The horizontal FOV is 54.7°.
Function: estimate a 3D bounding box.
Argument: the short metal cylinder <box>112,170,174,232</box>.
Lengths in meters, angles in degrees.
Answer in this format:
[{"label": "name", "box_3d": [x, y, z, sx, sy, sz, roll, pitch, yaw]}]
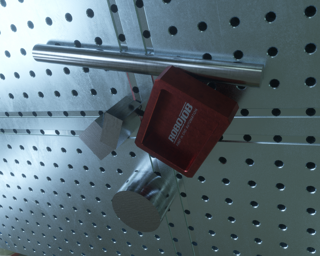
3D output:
[{"label": "short metal cylinder", "box_3d": [-0.026, 0.112, 0.477, 0.080, 0.050, 0.079, 13, 124, 20]}]

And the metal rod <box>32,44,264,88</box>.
[{"label": "metal rod", "box_3d": [-0.032, -0.079, 0.377, 0.301, 0.025, 0.025, 11, 123, 22]}]

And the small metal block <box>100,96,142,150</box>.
[{"label": "small metal block", "box_3d": [-0.053, -0.007, 0.417, 0.025, 0.050, 0.050, 27, 128, 11]}]

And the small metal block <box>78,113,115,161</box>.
[{"label": "small metal block", "box_3d": [-0.086, 0.013, 0.463, 0.050, 0.025, 0.050, 48, 129, -6]}]

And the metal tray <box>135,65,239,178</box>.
[{"label": "metal tray", "box_3d": [0.025, -0.001, 0.374, 0.090, 0.030, 0.129, 31, 141, 7]}]
